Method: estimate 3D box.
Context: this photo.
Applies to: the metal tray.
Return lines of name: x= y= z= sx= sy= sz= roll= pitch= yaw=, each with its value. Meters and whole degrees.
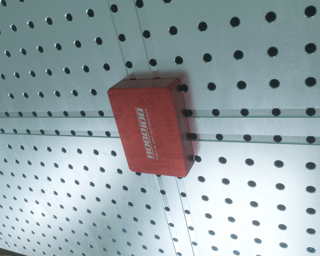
metal tray: x=-0.010 y=0.001 z=0.412 sx=0.090 sy=0.030 sz=0.129 roll=2 pitch=120 yaw=27
